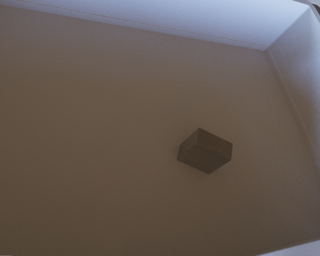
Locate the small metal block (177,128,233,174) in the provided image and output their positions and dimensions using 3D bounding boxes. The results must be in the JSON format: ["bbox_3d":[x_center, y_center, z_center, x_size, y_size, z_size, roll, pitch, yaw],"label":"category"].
[{"bbox_3d":[0.057,0.031,0.401,0.050,0.050,0.025,25,53,-13],"label":"small metal block"}]
